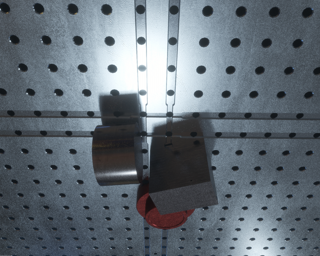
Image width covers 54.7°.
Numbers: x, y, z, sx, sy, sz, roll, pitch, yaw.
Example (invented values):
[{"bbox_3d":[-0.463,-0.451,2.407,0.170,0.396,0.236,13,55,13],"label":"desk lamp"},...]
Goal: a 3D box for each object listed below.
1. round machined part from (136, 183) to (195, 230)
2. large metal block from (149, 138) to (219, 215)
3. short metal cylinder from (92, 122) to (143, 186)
[{"bbox_3d":[0.010,0.131,0.512,0.099,0.042,0.097,0,130,0],"label":"round machined part"},{"bbox_3d":[0.032,0.067,0.433,0.080,0.080,0.050,-14,129,11],"label":"large metal block"},{"bbox_3d":[-0.052,0.034,0.404,0.050,0.080,0.080,-4,130,3],"label":"short metal cylinder"}]
